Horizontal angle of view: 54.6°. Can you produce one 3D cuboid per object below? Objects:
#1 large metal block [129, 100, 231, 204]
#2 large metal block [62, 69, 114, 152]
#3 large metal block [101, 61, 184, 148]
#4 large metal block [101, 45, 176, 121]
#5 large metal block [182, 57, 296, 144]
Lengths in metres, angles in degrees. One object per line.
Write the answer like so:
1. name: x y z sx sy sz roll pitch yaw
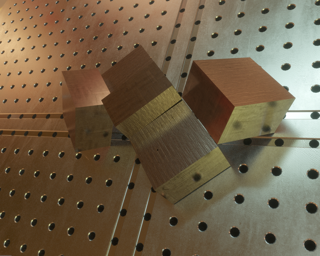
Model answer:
1. large metal block: 0.022 0.028 0.364 0.080 0.050 0.080 -35 50 5
2. large metal block: -0.103 -0.026 0.435 0.050 0.079 0.080 -10 47 -25
3. large metal block: -0.013 -0.023 0.394 0.080 0.080 0.050 -36 52 4
4. large metal block: -0.032 -0.059 0.446 0.080 0.050 0.080 -37 52 5
5. large metal block: 0.083 -0.034 0.343 0.081 0.050 0.080 -9 47 -26
